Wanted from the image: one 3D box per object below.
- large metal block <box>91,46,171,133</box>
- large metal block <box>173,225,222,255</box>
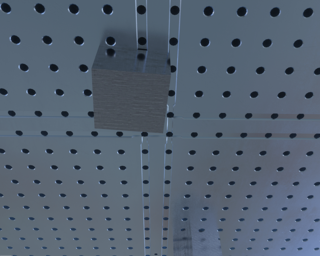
[{"bbox_3d":[-0.033,-0.043,0.358,0.080,0.050,0.080,4,130,-4],"label":"large metal block"},{"bbox_3d":[0.072,0.243,0.583,0.080,0.080,0.050,33,123,-25],"label":"large metal block"}]
